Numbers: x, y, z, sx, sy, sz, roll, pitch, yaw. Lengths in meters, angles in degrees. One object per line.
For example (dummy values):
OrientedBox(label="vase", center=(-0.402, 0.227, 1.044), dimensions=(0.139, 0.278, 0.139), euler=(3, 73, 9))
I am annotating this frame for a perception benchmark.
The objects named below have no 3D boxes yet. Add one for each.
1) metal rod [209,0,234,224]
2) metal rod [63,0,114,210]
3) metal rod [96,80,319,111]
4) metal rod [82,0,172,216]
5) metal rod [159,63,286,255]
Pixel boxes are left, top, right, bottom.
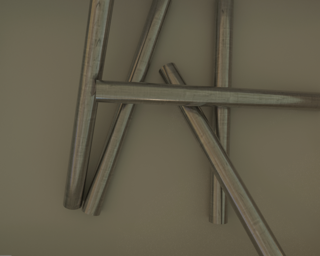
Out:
OrientedBox(label="metal rod", center=(0.081, -0.025, 0.411), dimensions=(0.025, 0.025, 0.298), euler=(2, 90, 0))
OrientedBox(label="metal rod", center=(-0.085, -0.037, 0.366), dimensions=(0.025, 0.025, 0.298), euler=(13, 108, 0))
OrientedBox(label="metal rod", center=(0.076, -0.038, 0.378), dimensions=(0.302, 0.025, 0.025), euler=(1, 90, -14))
OrientedBox(label="metal rod", center=(-0.044, -0.030, 0.410), dimensions=(0.025, 0.025, 0.299), euler=(19, 90, 0))
OrientedBox(label="metal rod", center=(0.074, 0.047, 0.364), dimensions=(0.025, 0.025, 0.299), euler=(-27, 71, 0))
